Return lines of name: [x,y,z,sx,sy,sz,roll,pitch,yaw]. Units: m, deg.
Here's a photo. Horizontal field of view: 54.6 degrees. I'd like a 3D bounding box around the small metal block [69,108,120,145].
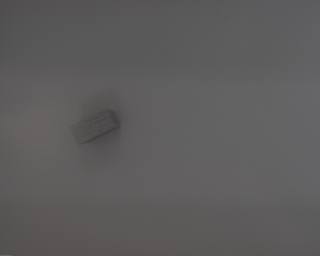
small metal block: [-0.082,-0.002,0.398,0.050,0.050,0.025,-26,90,0]
